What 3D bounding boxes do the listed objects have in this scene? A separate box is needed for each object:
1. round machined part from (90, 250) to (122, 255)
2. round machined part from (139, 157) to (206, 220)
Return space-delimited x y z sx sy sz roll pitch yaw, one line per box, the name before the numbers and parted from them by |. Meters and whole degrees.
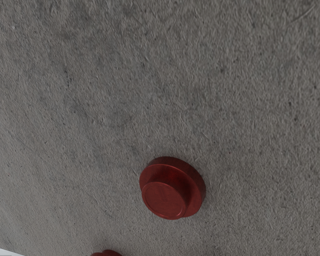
round machined part | -0.100 0.286 0.626 0.098 0.042 0.097 13 124 21
round machined part | 0.013 0.093 0.446 0.098 0.042 0.097 13 124 21
